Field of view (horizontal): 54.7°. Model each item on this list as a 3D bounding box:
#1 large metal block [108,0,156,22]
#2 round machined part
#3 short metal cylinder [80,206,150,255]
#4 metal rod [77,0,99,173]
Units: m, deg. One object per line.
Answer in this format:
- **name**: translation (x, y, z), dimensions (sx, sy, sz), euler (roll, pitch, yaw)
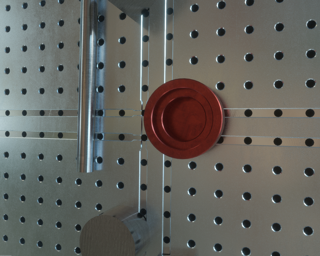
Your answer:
- **large metal block**: translation (-0.034, -0.194, 0.394), dimensions (0.080, 0.080, 0.050), euler (-41, 77, 15)
- **round machined part**: translation (0.032, -0.011, 0.392), dimensions (0.098, 0.042, 0.097), euler (0, 90, 19)
- **short metal cylinder**: translation (-0.060, 0.151, 0.419), dimensions (0.080, 0.050, 0.079), euler (0, 90, 19)
- **metal rod**: translation (-0.104, -0.086, 0.447), dimensions (0.025, 0.025, 0.298), euler (2, 91, 19)
